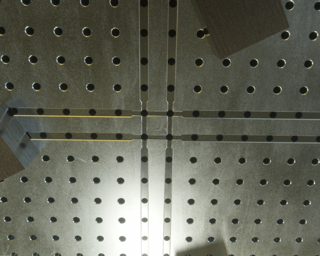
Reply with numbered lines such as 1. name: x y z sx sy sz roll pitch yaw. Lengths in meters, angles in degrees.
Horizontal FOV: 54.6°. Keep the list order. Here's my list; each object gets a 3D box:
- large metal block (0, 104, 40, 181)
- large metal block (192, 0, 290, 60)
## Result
1. large metal block: -0.224 0.027 0.408 0.080 0.050 0.080 -26 108 9
2. large metal block: 0.086 -0.135 0.351 0.080 0.050 0.080 -25 108 8
